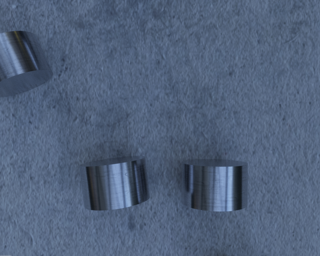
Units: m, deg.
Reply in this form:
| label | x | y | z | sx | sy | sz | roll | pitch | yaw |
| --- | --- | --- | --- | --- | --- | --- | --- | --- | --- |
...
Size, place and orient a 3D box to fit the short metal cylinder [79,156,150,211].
| label | x | y | z | sx | sy | sz | roll | pitch | yaw |
| --- | --- | --- | --- | --- | --- | --- | --- | --- | --- |
| short metal cylinder | -0.055 | 0.065 | 0.382 | 0.081 | 0.080 | 0.050 | -7 | 90 | 0 |

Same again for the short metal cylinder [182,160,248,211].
| label | x | y | z | sx | sy | sz | roll | pitch | yaw |
| --- | --- | --- | --- | --- | --- | --- | --- | --- | --- |
| short metal cylinder | 0.067 | 0.068 | 0.384 | 0.081 | 0.080 | 0.050 | 0 | 90 | -1 |

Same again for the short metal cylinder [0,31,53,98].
| label | x | y | z | sx | sy | sz | roll | pitch | yaw |
| --- | --- | --- | --- | --- | --- | --- | --- | --- | --- |
| short metal cylinder | -0.181 | -0.076 | 0.380 | 0.080 | 0.080 | 0.050 | -24 | 90 | 0 |
